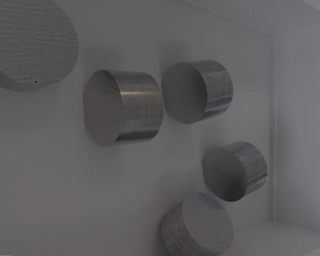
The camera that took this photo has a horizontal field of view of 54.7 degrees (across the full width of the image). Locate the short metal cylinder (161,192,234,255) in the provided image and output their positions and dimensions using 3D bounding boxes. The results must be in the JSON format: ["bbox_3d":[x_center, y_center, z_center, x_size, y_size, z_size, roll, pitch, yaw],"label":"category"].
[{"bbox_3d":[0.049,0.132,0.406,0.080,0.050,0.080,23,40,-21],"label":"short metal cylinder"}]

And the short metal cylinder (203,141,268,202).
[{"bbox_3d":[0.111,0.064,0.464,0.050,0.080,0.079,-14,99,-39],"label":"short metal cylinder"}]

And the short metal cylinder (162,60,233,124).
[{"bbox_3d":[0.049,-0.049,0.411,0.050,0.080,0.079,-16,100,-39],"label":"short metal cylinder"}]

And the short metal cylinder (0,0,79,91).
[{"bbox_3d":[-0.124,-0.076,0.286,0.081,0.050,0.080,0,90,-40],"label":"short metal cylinder"}]

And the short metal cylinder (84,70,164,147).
[{"bbox_3d":[-0.041,-0.022,0.336,0.050,0.080,0.079,-5,94,-40],"label":"short metal cylinder"}]
